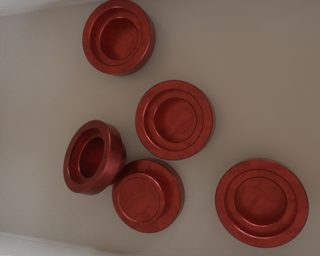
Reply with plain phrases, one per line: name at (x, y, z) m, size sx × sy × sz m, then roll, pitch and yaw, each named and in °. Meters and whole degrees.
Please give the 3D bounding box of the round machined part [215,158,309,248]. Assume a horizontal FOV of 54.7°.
round machined part at (0.117, 0.083, 0.360) m, size 0.098 × 0.042 × 0.097 m, roll 0°, pitch 90°, yaw 19°

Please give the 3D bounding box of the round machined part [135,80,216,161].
round machined part at (0.022, -0.009, 0.393) m, size 0.098 × 0.042 × 0.097 m, roll 0°, pitch 90°, yaw 19°

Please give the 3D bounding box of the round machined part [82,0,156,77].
round machined part at (-0.051, -0.118, 0.419) m, size 0.098 × 0.042 × 0.097 m, roll 0°, pitch 90°, yaw 19°

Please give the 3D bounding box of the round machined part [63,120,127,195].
round machined part at (-0.083, 0.042, 0.415) m, size 0.098 × 0.042 × 0.098 m, roll -20°, pitch 59°, yaw 37°

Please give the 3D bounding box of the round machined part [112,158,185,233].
round machined part at (-0.020, 0.090, 0.408) m, size 0.098 × 0.042 × 0.097 m, roll 0°, pitch 90°, yaw 19°
